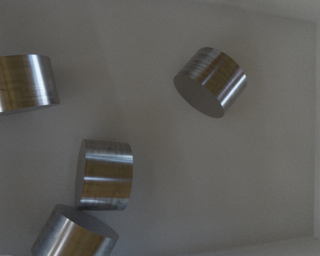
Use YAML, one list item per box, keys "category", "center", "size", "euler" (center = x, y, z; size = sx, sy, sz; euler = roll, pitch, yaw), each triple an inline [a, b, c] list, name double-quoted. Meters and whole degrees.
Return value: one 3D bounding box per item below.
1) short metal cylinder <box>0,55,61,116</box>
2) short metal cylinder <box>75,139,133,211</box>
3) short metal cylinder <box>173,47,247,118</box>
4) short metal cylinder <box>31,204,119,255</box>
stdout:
- category: "short metal cylinder"
  center: [-0.151, -0.042, 0.325]
  size: [0.081, 0.080, 0.050]
  euler: [-13, 95, -20]
- category: "short metal cylinder"
  center: [-0.067, 0.054, 0.357]
  size: [0.050, 0.080, 0.080]
  euler: [7, 88, -20]
- category: "short metal cylinder"
  center: [0.065, -0.058, 0.405]
  size: [0.080, 0.080, 0.050]
  euler: [44, 76, -15]
- category: "short metal cylinder"
  center: [-0.093, 0.127, 0.347]
  size: [0.080, 0.080, 0.050]
  euler: [31, 80, -18]
